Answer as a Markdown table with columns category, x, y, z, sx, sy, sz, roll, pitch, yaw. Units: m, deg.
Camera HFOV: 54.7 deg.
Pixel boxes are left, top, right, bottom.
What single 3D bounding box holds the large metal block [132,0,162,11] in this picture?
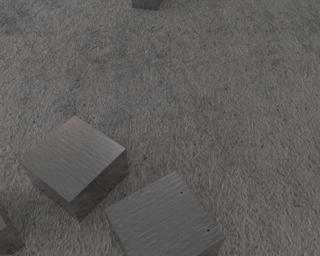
| category | x | y | z | sx | sy | sz | roll | pitch | yaw |
| --- | --- | --- | --- | --- | --- | --- | --- | --- | --- |
| large metal block | -0.021 | -0.292 | 0.612 | 0.050 | 0.080 | 0.080 | 11 | 51 | 9 |

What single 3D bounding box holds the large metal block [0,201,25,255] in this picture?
| category | x | y | z | sx | sy | sz | roll | pitch | yaw |
| --- | --- | --- | --- | --- | --- | --- | --- | --- | --- |
| large metal block | -0.195 | 0.101 | 0.301 | 0.080 | 0.050 | 0.080 | -33 | 57 | -25 |

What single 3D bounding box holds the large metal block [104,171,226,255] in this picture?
| category | x | y | z | sx | sy | sz | roll | pitch | yaw |
| --- | --- | --- | --- | --- | --- | --- | --- | --- | --- |
| large metal block | 0.003 | 0.102 | 0.301 | 0.081 | 0.050 | 0.080 | -25 | 55 | -20 |

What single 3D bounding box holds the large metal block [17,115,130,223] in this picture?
| category | x | y | z | sx | sy | sz | roll | pitch | yaw |
| --- | --- | --- | --- | --- | --- | --- | --- | --- | --- |
| large metal block | -0.093 | 0.044 | 0.349 | 0.080 | 0.050 | 0.080 | 30 | 56 | 23 |
